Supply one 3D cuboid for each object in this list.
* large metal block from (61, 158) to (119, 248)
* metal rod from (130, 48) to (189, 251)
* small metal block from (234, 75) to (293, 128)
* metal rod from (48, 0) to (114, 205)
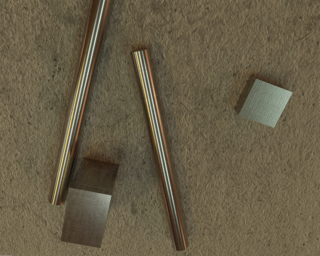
[{"bbox_3d":[-0.091,0.097,0.415,0.050,0.080,0.079,12,110,-5],"label":"large metal block"},{"bbox_3d":[0.004,0.043,0.425,0.025,0.025,0.298,-10,110,3],"label":"metal rod"},{"bbox_3d":[0.132,-0.035,0.399,0.050,0.025,0.050,19,109,-8],"label":"small metal block"},{"bbox_3d":[-0.104,-0.030,0.397,0.025,0.025,0.298,16,109,-6],"label":"metal rod"}]
